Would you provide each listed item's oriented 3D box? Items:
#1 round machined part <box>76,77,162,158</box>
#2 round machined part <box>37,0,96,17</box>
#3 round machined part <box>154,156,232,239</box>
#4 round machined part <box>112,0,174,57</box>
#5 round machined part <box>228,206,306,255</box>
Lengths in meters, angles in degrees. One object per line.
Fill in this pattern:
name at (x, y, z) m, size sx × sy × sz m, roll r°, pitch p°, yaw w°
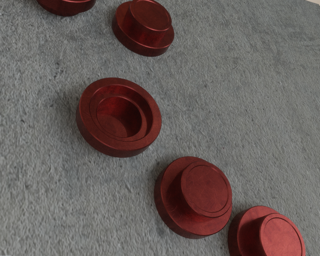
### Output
round machined part at (-0.051, -0.009, 0.371) m, size 0.099 × 0.042 × 0.098 m, roll 14°, pitch 56°, yaw -21°
round machined part at (-0.139, -0.198, 0.439) m, size 0.099 × 0.042 × 0.098 m, roll 14°, pitch 56°, yaw -21°
round machined part at (0.046, 0.078, 0.370) m, size 0.099 × 0.042 × 0.098 m, roll 14°, pitch 56°, yaw -21°
round machined part at (-0.021, -0.162, 0.480) m, size 0.099 × 0.042 × 0.098 m, roll 14°, pitch 56°, yaw -21°
round machined part at (0.136, 0.143, 0.379) m, size 0.099 × 0.042 × 0.098 m, roll 14°, pitch 56°, yaw -21°
